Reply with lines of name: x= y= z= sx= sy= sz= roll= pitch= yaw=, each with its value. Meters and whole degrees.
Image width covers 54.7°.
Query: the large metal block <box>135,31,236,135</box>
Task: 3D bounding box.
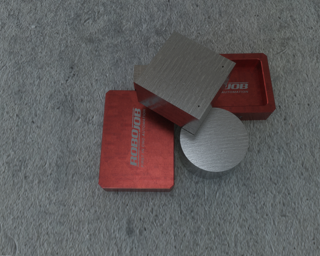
large metal block: x=0.029 y=-0.052 z=0.361 sx=0.080 sy=0.050 sz=0.080 roll=31 pitch=73 yaw=10

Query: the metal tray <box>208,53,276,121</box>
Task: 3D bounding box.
metal tray: x=0.084 y=-0.056 z=0.428 sx=0.131 sy=0.030 sz=0.090 roll=-1 pitch=70 yaw=-1

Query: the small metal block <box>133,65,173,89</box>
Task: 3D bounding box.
small metal block: x=-0.008 y=-0.061 z=0.418 sx=0.050 sy=0.050 sz=0.025 roll=1 pitch=70 yaw=0

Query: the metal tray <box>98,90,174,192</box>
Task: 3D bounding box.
metal tray: x=-0.027 y=0.016 z=0.402 sx=0.091 sy=0.030 sz=0.130 roll=1 pitch=70 yaw=0

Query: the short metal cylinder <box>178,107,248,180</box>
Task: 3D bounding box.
short metal cylinder: x=0.064 y=0.021 z=0.389 sx=0.080 sy=0.050 sz=0.080 roll=0 pitch=70 yaw=0
